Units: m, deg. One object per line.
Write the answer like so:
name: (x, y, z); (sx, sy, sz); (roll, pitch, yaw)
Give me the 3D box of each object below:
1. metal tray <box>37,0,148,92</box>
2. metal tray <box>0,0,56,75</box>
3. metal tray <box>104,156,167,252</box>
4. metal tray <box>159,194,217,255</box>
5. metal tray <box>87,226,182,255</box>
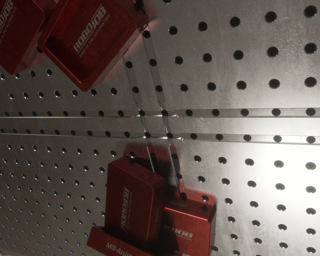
metal tray: (-0.087, -0.116, 0.379); (0.090, 0.030, 0.129); (46, 129, -5)
metal tray: (-0.202, -0.146, 0.422); (0.090, 0.030, 0.129); (47, 129, -6)
metal tray: (-0.041, 0.119, 0.472); (0.090, 0.030, 0.129); (23, 118, 33)
metal tray: (0.020, 0.150, 0.489); (0.130, 0.030, 0.089); (11, 123, 22)
metal tray: (-0.041, 0.195, 0.500); (0.130, 0.090, 0.030); (12, 81, 31)
